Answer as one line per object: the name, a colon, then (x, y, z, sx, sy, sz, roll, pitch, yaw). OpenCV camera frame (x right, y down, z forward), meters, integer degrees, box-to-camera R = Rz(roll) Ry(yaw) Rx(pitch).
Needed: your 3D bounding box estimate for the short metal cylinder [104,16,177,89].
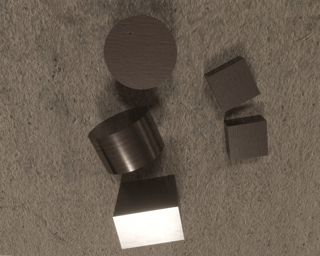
short metal cylinder: (-0.021, -0.090, 0.363, 0.081, 0.050, 0.079, 0, 110, -1)

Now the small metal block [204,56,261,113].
small metal block: (0.090, -0.056, 0.391, 0.050, 0.025, 0.050, -28, 108, 9)

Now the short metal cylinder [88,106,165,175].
short metal cylinder: (-0.041, 0.014, 0.385, 0.080, 0.080, 0.050, -22, 109, 7)

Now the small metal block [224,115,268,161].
small metal block: (0.115, 0.013, 0.416, 0.050, 0.025, 0.050, -9, 110, 3)

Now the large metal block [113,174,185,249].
large metal block: (-0.013, 0.111, 0.421, 0.080, 0.080, 0.050, -10, 110, 3)
